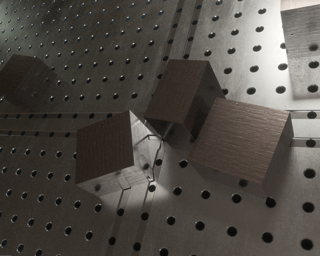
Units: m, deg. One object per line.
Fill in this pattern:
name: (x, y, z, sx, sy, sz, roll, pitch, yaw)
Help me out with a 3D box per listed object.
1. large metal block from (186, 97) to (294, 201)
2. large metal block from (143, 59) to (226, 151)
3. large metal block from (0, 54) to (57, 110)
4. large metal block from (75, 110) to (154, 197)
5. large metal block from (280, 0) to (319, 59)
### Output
large metal block: (0.088, 0.020, 0.333, 0.080, 0.050, 0.080, 16, 70, 34)
large metal block: (0.034, -0.024, 0.369, 0.050, 0.080, 0.080, 10, 67, 32)
large metal block: (-0.254, -0.087, 0.576, 0.080, 0.050, 0.080, 15, 69, 33)
large metal block: (-0.060, 0.034, 0.401, 0.080, 0.050, 0.080, -20, 54, 16)
large metal block: (0.186, -0.129, 0.355, 0.080, 0.080, 0.050, -2, 61, 27)
